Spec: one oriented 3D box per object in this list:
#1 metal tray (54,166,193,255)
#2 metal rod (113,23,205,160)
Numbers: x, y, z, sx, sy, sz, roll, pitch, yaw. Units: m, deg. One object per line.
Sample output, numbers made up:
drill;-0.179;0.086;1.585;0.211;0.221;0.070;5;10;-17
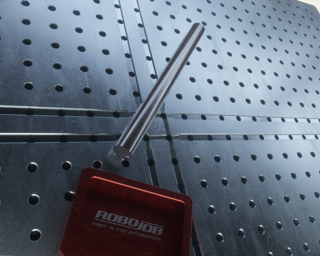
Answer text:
metal tray;-0.031;0.103;0.326;0.131;0.030;0.090;20;54;-17
metal rod;0.012;-0.074;0.461;0.025;0.025;0.301;34;51;-7
